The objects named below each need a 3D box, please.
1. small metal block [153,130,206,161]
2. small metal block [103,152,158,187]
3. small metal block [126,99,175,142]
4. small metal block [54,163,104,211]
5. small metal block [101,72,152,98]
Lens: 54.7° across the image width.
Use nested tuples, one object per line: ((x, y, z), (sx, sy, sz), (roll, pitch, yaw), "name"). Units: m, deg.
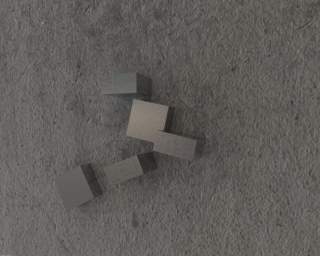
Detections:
((0.025, 0.020, 0.387), (0.050, 0.050, 0.025), (14, 95, 19), "small metal block")
((-0.037, 0.053, 0.409), (0.050, 0.050, 0.025), (-23, 83, 18), "small metal block")
((-0.013, -0.009, 0.413), (0.050, 0.025, 0.050), (13, 94, 19), "small metal block")
((-0.119, 0.086, 0.451), (0.050, 0.025, 0.050), (-29, 81, 17), "small metal block")
((-0.044, -0.056, 0.411), (0.050, 0.050, 0.025), (0, 90, 20), "small metal block")
